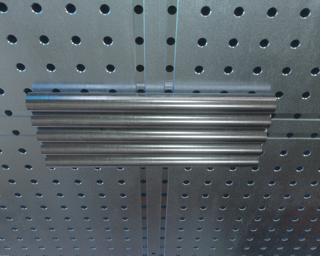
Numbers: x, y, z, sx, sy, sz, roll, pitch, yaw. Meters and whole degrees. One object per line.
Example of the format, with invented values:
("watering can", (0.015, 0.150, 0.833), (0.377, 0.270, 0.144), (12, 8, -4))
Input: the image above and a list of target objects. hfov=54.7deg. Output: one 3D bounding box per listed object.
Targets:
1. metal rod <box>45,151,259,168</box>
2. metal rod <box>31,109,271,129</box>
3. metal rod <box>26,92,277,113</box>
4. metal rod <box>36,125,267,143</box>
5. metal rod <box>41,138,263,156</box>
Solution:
("metal rod", (-0.011, 0.045, 0.449), (0.302, 0.025, 0.025), (0, 130, -1))
("metal rod", (-0.010, -0.012, 0.401), (0.302, 0.025, 0.025), (0, 130, -1))
("metal rod", (-0.010, -0.031, 0.385), (0.302, 0.025, 0.025), (0, 130, -1))
("metal rod", (-0.010, 0.007, 0.418), (0.302, 0.025, 0.025), (0, 130, -1))
("metal rod", (-0.011, 0.026, 0.434), (0.302, 0.025, 0.025), (0, 130, -1))
